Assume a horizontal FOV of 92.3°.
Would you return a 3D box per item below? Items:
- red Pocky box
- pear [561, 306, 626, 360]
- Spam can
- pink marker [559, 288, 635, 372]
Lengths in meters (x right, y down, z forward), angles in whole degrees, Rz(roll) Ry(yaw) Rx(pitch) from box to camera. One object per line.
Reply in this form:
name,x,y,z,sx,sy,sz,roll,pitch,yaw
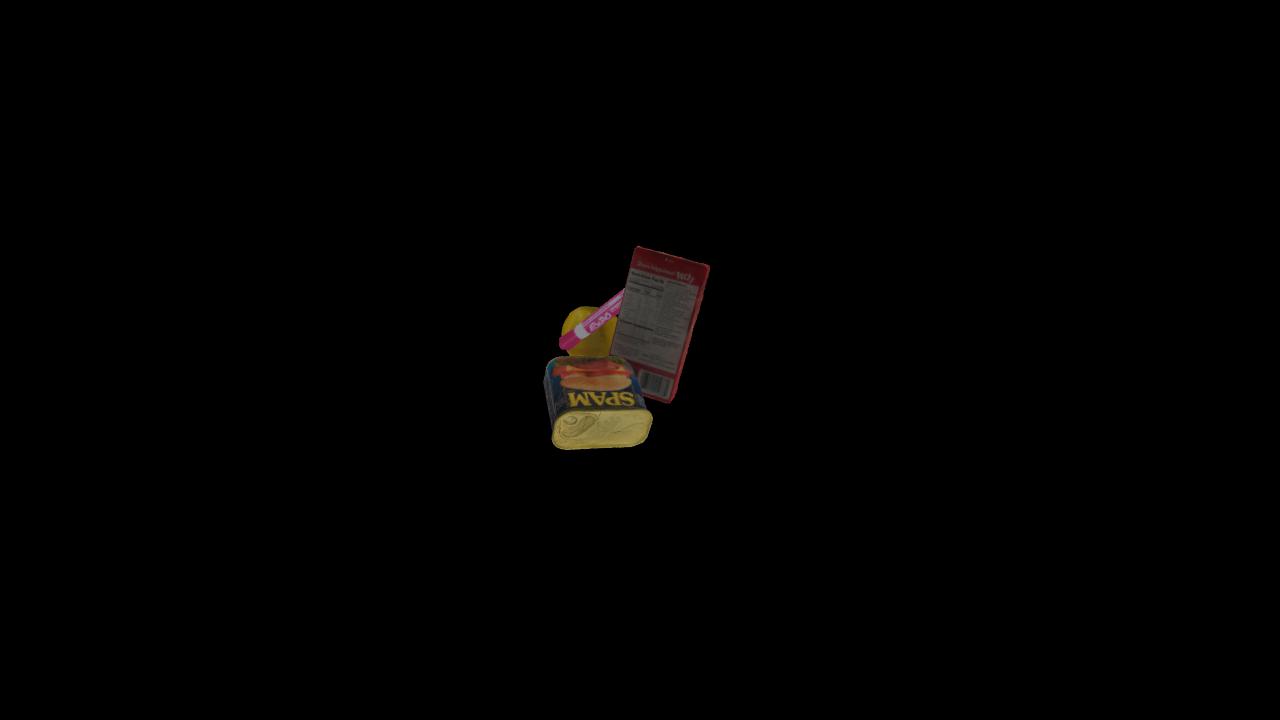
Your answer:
red Pocky box,0.017,-0.037,0.663,0.083,0.155,0.028,18,14,12
pear,-0.064,-0.009,0.762,0.080,0.111,0.080,9,12,-2
Spam can,-0.047,0.042,0.644,0.101,0.058,0.085,1,42,-19
pink marker,-0.045,-0.047,0.683,0.121,0.020,0.020,-35,-16,24
